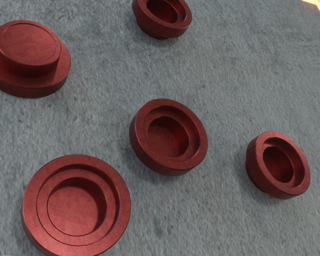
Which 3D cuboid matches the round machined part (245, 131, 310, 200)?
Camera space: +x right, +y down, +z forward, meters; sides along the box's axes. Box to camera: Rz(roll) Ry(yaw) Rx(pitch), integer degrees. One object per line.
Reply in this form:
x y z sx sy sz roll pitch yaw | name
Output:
0.165 0.056 0.450 0.099 0.042 0.098 14 56 -21 | round machined part

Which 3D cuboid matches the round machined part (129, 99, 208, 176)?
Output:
0.007 0.015 0.389 0.099 0.042 0.098 14 56 -21 | round machined part

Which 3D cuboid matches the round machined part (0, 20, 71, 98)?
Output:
-0.155 -0.087 0.363 0.099 0.042 0.098 14 56 -21 | round machined part

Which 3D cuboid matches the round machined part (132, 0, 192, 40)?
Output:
0.000 -0.184 0.507 0.099 0.042 0.098 14 56 -21 | round machined part

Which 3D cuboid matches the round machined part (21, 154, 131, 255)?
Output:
-0.082 0.078 0.302 0.099 0.042 0.098 14 56 -21 | round machined part
